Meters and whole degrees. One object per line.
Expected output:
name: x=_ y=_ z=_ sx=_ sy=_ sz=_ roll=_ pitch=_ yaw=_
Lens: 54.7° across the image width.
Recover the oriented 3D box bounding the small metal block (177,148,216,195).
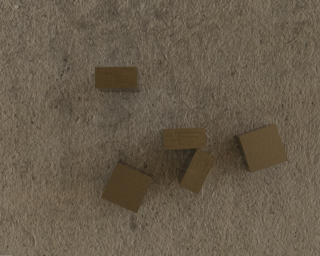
small metal block: x=0.046 y=0.052 z=0.398 sx=0.025 sy=0.050 sz=0.050 roll=25 pitch=90 yaw=0

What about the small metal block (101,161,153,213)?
small metal block: x=-0.043 y=0.077 z=0.410 sx=0.050 sy=0.025 sz=0.050 roll=24 pitch=90 yaw=0

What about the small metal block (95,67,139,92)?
small metal block: x=-0.053 y=-0.061 z=0.397 sx=0.050 sy=0.050 sz=0.025 roll=-1 pitch=90 yaw=0

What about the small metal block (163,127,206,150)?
small metal block: x=0.030 y=0.013 z=0.398 sx=0.050 sy=0.050 sz=0.025 roll=-2 pitch=90 yaw=0

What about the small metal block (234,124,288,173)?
small metal block: x=0.133 y=0.026 z=0.411 sx=0.050 sy=0.025 sz=0.050 roll=-18 pitch=90 yaw=0
